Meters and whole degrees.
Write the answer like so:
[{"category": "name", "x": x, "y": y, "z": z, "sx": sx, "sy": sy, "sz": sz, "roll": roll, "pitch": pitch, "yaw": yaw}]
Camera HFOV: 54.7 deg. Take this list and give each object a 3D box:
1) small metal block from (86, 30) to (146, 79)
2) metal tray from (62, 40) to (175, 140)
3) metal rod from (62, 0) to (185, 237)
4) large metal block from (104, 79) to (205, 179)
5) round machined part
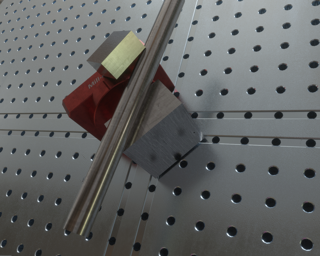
[{"category": "small metal block", "x": -0.052, "y": -0.086, "z": 0.362, "sx": 0.050, "sy": 0.025, "sz": 0.050, "roll": -50, "pitch": 33, "yaw": -10}, {"category": "metal tray", "x": -0.052, "y": -0.045, "z": 0.419, "sx": 0.130, "sy": 0.090, "sz": 0.030, "roll": -40, "pitch": 51, "yaw": 1}, {"category": "metal rod", "x": -0.029, "y": -0.034, "z": 0.340, "sx": 0.025, "sy": 0.025, "sz": 0.300, "roll": 7, "pitch": 65, "yaw": 31}, {"category": "large metal block", "x": -0.004, "y": 0.004, "z": 0.368, "sx": 0.080, "sy": 0.080, "sz": 0.050, "roll": -40, "pitch": 51, "yaw": 1}, {"category": "round machined part", "x": -0.038, "y": -0.022, "z": 0.398, "sx": 0.098, "sy": 0.098, "sz": 0.042, "roll": -41, "pitch": 51, "yaw": 0}]
